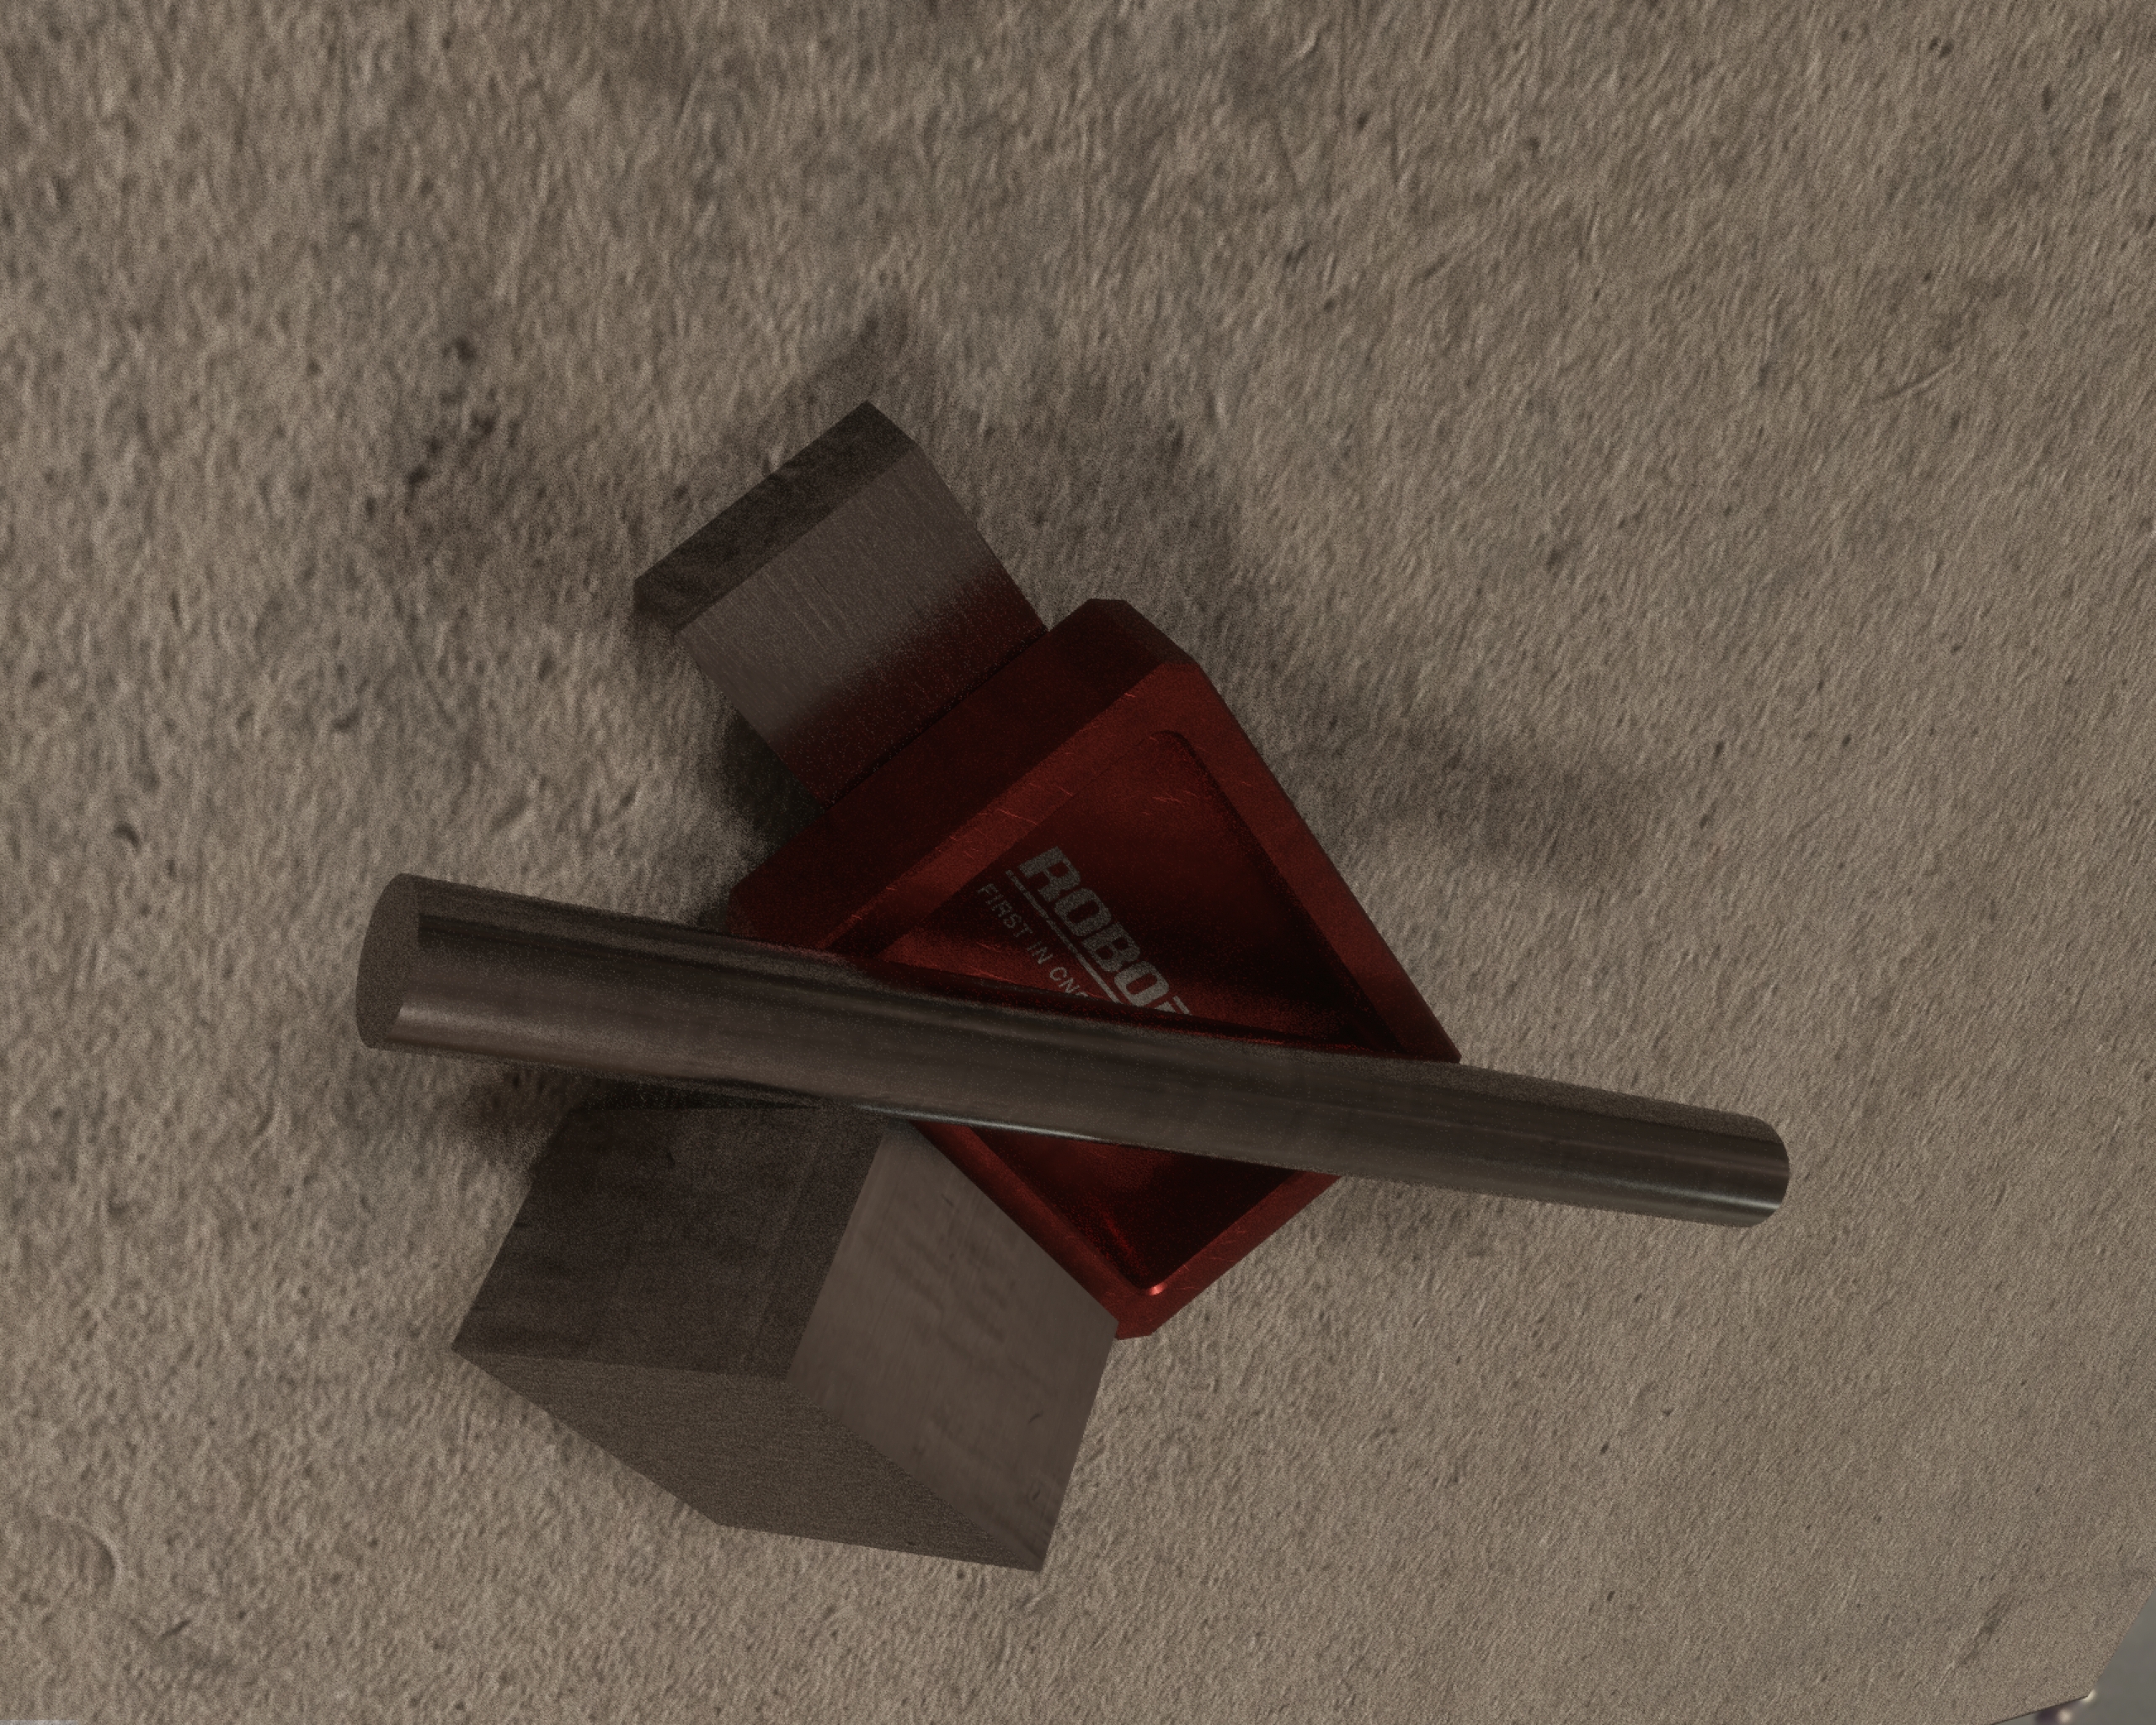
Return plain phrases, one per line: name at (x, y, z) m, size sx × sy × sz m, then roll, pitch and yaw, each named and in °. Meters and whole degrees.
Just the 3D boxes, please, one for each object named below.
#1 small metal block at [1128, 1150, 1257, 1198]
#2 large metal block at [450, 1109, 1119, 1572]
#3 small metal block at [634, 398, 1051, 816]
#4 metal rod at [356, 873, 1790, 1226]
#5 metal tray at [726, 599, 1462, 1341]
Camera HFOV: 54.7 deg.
small metal block at (0.033, 0.053, 0.461) m, size 0.050 × 0.025 × 0.050 m, roll -44°, pitch 130°, yaw 2°
large metal block at (-0.052, 0.088, 0.389) m, size 0.080 × 0.080 × 0.050 m, roll 51°, pitch 47°, yaw -40°
small metal block at (-0.039, -0.043, 0.362) m, size 0.050 × 0.025 × 0.050 m, roll -39°, pitch 130°, yaw -2°
metal rod at (0.025, 0.041, 0.378) m, size 0.302 × 0.025 × 0.025 m, roll 13°, pitch 112°, yaw -34°
metal tray at (0.008, 0.025, 0.393) m, size 0.090 × 0.030 × 0.130 m, roll -40°, pitch 130°, yaw -2°
